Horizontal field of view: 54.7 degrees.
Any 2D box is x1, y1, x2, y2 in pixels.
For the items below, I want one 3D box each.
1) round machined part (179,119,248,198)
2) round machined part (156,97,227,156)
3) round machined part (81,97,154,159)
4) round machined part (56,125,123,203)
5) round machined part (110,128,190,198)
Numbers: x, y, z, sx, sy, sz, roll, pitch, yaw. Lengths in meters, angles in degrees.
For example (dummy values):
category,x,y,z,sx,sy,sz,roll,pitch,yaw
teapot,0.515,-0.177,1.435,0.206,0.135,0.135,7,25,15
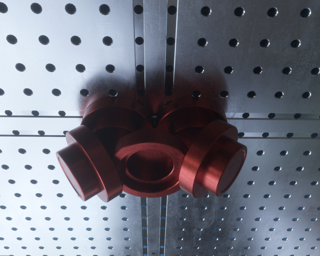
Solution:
category,x,y,z,sx,sy,sz,roll,pitch,yaw
round machined part,0.069,0.042,0.370,0.042,0.099,0.097,29,138,29
round machined part,0.042,0.010,0.409,0.099,0.042,0.097,-1,130,0
round machined part,-0.056,0.010,0.408,0.099,0.042,0.097,-1,130,0
round machined part,-0.090,0.049,0.374,0.042,0.098,0.097,-30,135,-25
round machined part,-0.012,0.038,0.376,0.099,0.042,0.097,-1,130,0
